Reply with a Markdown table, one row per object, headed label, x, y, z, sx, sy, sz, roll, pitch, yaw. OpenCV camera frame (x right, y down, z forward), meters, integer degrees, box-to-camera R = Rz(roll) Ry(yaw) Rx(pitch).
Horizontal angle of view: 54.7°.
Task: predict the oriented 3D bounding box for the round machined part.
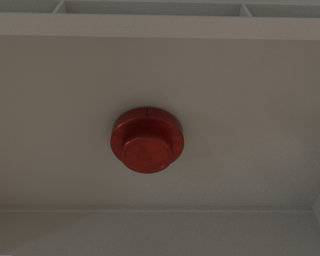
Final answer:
| label | x | y | z | sx | sy | sz | roll | pitch | yaw |
| --- | --- | --- | --- | --- | --- | --- | --- | --- | --- |
| round machined part | -0.017 | 0.023 | 0.413 | 0.099 | 0.042 | 0.097 | -1 | 130 | 0 |
